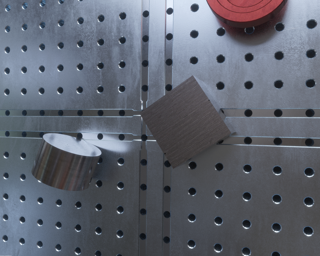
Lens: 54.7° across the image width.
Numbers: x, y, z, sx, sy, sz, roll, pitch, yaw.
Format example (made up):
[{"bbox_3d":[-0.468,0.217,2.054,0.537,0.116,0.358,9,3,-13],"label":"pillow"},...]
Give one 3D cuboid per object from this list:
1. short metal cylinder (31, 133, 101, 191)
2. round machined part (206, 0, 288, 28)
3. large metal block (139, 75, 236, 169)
[{"bbox_3d":[-0.128,0.045,0.427,0.080,0.080,0.050,23,98,18],"label":"short metal cylinder"},{"bbox_3d":[0.104,-0.167,0.367,0.098,0.042,0.097,0,90,19],"label":"round machined part"},{"bbox_3d":[0.035,-0.007,0.386,0.080,0.050,0.080,-34,79,16],"label":"large metal block"}]
